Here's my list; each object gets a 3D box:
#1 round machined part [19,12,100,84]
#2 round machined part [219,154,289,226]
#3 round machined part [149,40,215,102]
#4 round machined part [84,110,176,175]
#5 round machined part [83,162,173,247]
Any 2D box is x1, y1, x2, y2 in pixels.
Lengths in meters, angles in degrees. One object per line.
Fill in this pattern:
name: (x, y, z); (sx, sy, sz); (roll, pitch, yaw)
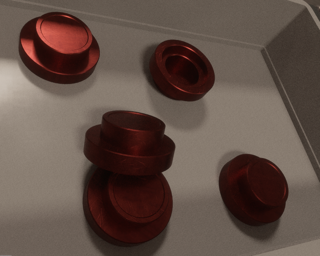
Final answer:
round machined part: (-0.124, -0.108, 0.394); (0.099, 0.042, 0.098); (14, 56, -21)
round machined part: (0.133, 0.079, 0.420); (0.099, 0.042, 0.098); (14, 56, -21)
round machined part: (0.029, -0.080, 0.461); (0.099, 0.042, 0.098); (14, 56, -21)
round machined part: (-0.031, 0.010, 0.339); (0.099, 0.042, 0.098); (10, 18, -3)
round machined part: (-0.029, 0.074, 0.335); (0.099, 0.042, 0.098); (14, 56, -21)
